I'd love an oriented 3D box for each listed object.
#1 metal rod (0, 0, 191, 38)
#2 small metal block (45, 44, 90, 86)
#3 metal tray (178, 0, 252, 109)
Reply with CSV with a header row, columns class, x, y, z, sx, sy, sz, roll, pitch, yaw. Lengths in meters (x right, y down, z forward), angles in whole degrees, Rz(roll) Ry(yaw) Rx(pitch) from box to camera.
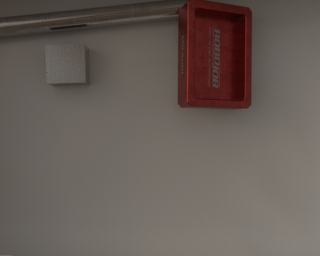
class,x,y,z,sx,sy,sz,roll,pitch,yaw
metal rod,-0.111,-0.143,0.409,0.302,0.025,0.025,-6,90,-1
small metal block,-0.121,-0.083,0.410,0.050,0.025,0.050,-2,90,-1
metal tray,0.070,-0.090,0.395,0.091,0.030,0.129,0,90,-20
